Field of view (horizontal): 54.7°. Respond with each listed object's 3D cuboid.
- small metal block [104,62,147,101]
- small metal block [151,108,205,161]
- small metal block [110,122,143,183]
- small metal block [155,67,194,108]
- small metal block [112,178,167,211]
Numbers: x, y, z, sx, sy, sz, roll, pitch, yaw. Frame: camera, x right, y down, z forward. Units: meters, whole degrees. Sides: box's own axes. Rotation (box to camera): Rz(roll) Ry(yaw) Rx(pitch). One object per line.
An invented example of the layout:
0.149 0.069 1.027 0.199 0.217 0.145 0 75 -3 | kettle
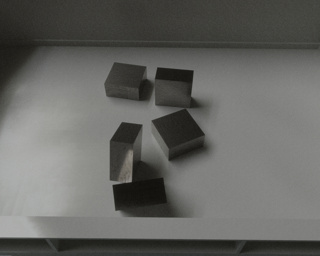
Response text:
-0.050 -0.070 0.463 0.050 0.025 0.050 9 51 7 | small metal block
0.022 0.007 0.399 0.050 0.025 0.050 -20 53 -17 | small metal block
-0.038 0.027 0.355 0.025 0.050 0.050 7 25 6 | small metal block
0.020 -0.056 0.436 0.050 0.050 0.025 6 50 4 | small metal block
-0.022 0.070 0.326 0.050 0.050 0.025 -7 78 -7 | small metal block
